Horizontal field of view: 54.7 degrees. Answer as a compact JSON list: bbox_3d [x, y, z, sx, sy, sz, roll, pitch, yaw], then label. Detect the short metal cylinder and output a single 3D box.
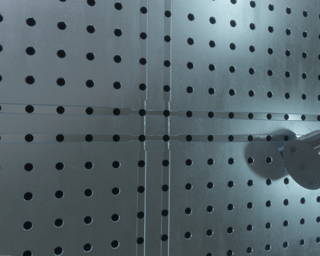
[{"bbox_3d":[0.237,0.048,0.473,0.050,0.080,0.080,-18,97,-19],"label":"short metal cylinder"}]
